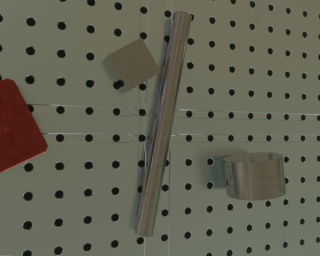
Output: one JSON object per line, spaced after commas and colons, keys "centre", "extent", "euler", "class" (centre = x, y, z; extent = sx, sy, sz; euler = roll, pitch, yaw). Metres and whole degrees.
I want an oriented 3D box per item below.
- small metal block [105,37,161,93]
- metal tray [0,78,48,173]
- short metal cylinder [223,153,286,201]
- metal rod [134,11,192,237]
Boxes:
{"centre": [-0.035, -0.081, 0.400], "extent": [0.050, 0.025, 0.050], "euler": [-34, 101, -17], "class": "small metal block"}
{"centre": [-0.203, 0.012, 0.335], "extent": [0.131, 0.030, 0.090], "euler": [-27, 99, -18], "class": "metal tray"}
{"centre": [0.132, 0.065, 0.434], "extent": [0.081, 0.080, 0.050], "euler": [-7, 93, -20], "class": "short metal cylinder"}
{"centre": [0.005, -0.008, 0.415], "extent": [0.025, 0.025, 0.298], "euler": [12, 86, -20], "class": "metal rod"}
